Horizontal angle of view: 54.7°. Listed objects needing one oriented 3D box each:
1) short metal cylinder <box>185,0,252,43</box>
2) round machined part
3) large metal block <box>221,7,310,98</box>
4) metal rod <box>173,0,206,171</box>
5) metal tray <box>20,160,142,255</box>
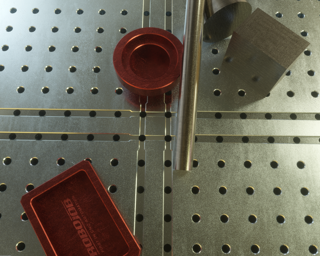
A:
[{"bbox_3d":[0.083,-0.169,0.445,0.080,0.080,0.050,-22,72,-8],"label":"short metal cylinder"},{"bbox_3d":[-0.014,-0.089,0.435,0.099,0.042,0.098,0,70,-1],"label":"round machined part"},{"bbox_3d":[0.138,-0.099,0.421,0.080,0.080,0.050,41,75,13],"label":"large metal block"},{"bbox_3d":[0.041,-0.096,0.401,0.025,0.025,0.298,5,87,1],"label":"metal rod"},{"bbox_3d":[-0.092,0.115,0.365,0.090,0.030,0.130,-31,73,-11],"label":"metal tray"}]
